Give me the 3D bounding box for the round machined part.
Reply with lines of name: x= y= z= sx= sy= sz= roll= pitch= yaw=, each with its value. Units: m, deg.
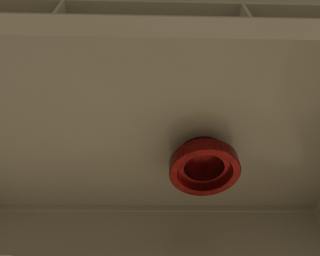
round machined part: x=0.062 y=0.050 z=0.442 sx=0.099 sy=0.042 sz=0.097 roll=-1 pitch=130 yaw=0
